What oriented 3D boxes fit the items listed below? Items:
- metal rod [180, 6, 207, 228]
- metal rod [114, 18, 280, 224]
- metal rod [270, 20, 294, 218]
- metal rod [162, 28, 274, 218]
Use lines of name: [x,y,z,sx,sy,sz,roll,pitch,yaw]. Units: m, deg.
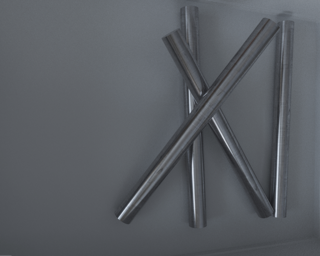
metal rod: [0.046,-0.014,0.427,0.025,0.025,0.298,-3,91,-20]
metal rod: [0.043,-0.005,0.382,0.025,0.025,0.299,36,95,-17]
metal rod: [0.188,-0.014,0.479,0.025,0.025,0.298,3,89,-20]
metal rod: [0.086,0.007,0.422,0.025,0.025,0.299,-37,109,-16]
